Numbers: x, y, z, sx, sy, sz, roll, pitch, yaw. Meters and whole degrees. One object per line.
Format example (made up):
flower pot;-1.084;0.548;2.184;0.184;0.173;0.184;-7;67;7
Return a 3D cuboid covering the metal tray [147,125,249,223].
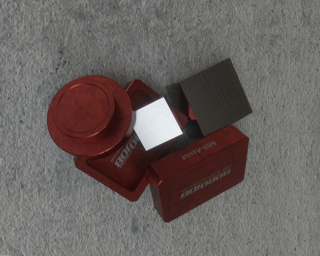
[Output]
metal tray;0.052;0.060;0.402;0.131;0.030;0.089;-24;134;-18

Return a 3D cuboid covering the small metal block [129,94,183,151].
small metal block;-0.006;-0.007;0.384;0.050;0.025;0.050;-26;102;10

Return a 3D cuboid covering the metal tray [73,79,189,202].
metal tray;-0.035;0.015;0.394;0.090;0.030;0.130;37;78;-17

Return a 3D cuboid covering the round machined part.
round machined part;-0.080;-0.016;0.349;0.099;0.042;0.098;-1;73;5

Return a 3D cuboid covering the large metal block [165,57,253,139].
large metal block;0.066;-0.039;0.421;0.080;0.050;0.080;-28;100;-18
